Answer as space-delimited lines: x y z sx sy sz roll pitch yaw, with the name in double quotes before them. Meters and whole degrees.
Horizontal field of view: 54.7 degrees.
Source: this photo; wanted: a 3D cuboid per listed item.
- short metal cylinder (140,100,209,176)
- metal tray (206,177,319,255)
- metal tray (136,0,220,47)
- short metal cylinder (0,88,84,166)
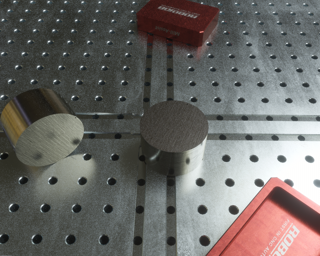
"short metal cylinder" 0.017 0.012 0.381 0.081 0.050 0.080 0 50 0
"metal tray" 0.113 0.120 0.303 0.090 0.030 0.131 36 59 26
"metal tray" 0.033 -0.203 0.575 0.130 0.030 0.090 21 53 16
"short metal cylinder" -0.140 0.000 0.371 0.081 0.080 0.050 -29 56 -22
